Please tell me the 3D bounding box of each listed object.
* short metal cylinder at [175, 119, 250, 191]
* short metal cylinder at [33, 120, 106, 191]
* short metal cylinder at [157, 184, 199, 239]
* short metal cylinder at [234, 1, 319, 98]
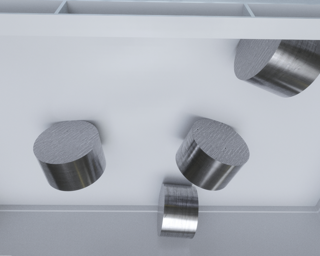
[{"bbox_3d":[0.067,0.034,0.402,0.081,0.080,0.050,17,128,-14],"label":"short metal cylinder"},{"bbox_3d":[-0.115,0.034,0.401,0.080,0.080,0.050,-3,130,2],"label":"short metal cylinder"},{"bbox_3d":[0.026,0.129,0.483,0.050,0.080,0.079,6,130,-5],"label":"short metal cylinder"},{"bbox_3d":[0.118,-0.076,0.309,0.050,0.080,0.079,19,127,-16],"label":"short metal cylinder"}]
